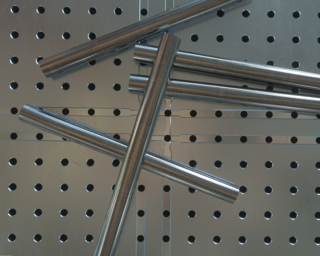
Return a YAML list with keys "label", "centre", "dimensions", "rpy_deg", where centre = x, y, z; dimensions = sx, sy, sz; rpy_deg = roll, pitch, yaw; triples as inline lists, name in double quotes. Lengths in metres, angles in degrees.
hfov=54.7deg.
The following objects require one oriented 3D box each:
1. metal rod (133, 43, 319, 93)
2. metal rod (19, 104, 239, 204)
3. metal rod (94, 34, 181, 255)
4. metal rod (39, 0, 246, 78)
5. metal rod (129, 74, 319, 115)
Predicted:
- label: "metal rod"
  centre: [0.116, -0.076, 0.414]
  dimensions: [0.302, 0.025, 0.025]
  rpy_deg: [9, 90, -1]
- label: "metal rod"
  centre: [-0.040, 0.035, 0.412]
  dimensions: [0.301, 0.025, 0.025]
  rpy_deg: [21, 90, -1]
- label: "metal rod"
  centre: [-0.030, 0.030, 0.386]
  dimensions: [0.025, 0.025, 0.298]
  rpy_deg: [17, 90, -1]
- label: "metal rod"
  centre: [-0.014, -0.134, 0.413]
  dimensions: [0.301, 0.025, 0.025]
  rpy_deg: [-22, 90, -1]
- label: "metal rod"
  centre: [0.110, -0.043, 0.414]
  dimensions: [0.302, 0.025, 0.025]
  rpy_deg: [7, 90, -1]
